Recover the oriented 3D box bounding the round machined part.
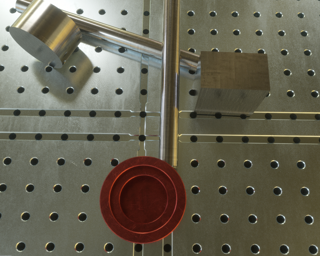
[{"bbox_3d":[-0.019,0.086,0.370,0.099,0.042,0.098,0,71,0],"label":"round machined part"}]

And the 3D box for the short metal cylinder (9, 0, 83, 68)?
[{"bbox_3d":[-0.156,-0.128,0.427,0.080,0.080,0.050,27,72,9],"label":"short metal cylinder"}]

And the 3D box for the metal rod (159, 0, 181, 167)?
[{"bbox_3d":[0.015,-0.098,0.422,0.025,0.025,0.298,2,79,0],"label":"metal rod"}]

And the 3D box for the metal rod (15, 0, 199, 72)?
[{"bbox_3d":[-0.074,-0.140,0.461,0.301,0.025,0.025,20,71,6],"label":"metal rod"}]

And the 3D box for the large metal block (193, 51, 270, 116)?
[{"bbox_3d":[0.088,-0.055,0.404,0.081,0.080,0.050,2,70,0],"label":"large metal block"}]
